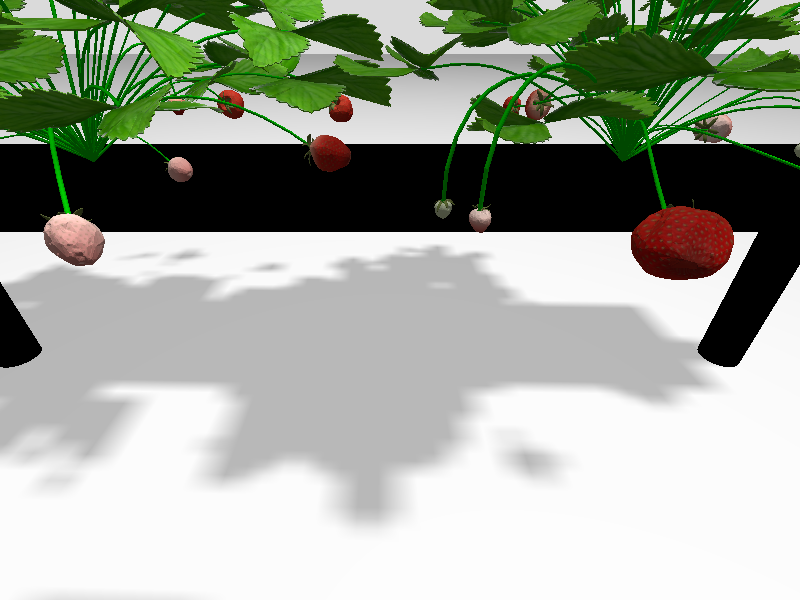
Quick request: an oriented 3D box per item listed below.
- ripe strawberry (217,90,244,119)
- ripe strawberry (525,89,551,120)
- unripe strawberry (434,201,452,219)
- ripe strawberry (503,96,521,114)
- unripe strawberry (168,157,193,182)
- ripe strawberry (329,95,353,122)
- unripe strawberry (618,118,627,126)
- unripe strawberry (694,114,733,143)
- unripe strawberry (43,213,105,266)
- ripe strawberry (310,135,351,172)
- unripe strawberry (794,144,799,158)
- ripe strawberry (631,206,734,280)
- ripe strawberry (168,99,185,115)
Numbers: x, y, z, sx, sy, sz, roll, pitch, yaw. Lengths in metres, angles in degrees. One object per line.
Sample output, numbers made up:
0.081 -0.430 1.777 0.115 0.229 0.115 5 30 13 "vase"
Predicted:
-0.219 -0.256 0.525 0.032 0.034 0.035 6 23 9 "ripe strawberry"
0.171 -0.242 0.499 0.031 0.035 0.034 -3 16 -5 "ripe strawberry"
0.023 -0.049 0.218 0.010 0.010 0.009 -25 40 -33 "unripe strawberry"
0.151 -0.263 0.542 0.024 0.025 0.026 -5 33 -8 "ripe strawberry"
-0.157 -0.093 0.288 0.017 0.017 0.016 28 41 16 "unripe strawberry"
-0.070 -0.229 0.484 0.027 0.030 0.029 30 0 37 "ripe strawberry"
0.257 -0.219 0.462 0.032 0.037 0.035 13 35 19 "unripe strawberry"
0.308 -0.168 0.391 0.031 0.026 0.031 -17 37 -26 "unripe strawberry"
-0.143 -0.025 0.177 0.020 0.022 0.023 -19 -17 -26 "unripe strawberry"
-0.052 -0.111 0.304 0.030 0.026 0.030 13 34 3 "ripe strawberry"
0.333 -0.124 0.331 0.010 0.011 0.011 1 33 2 "unripe strawberry"
0.113 -0.021 0.162 0.035 0.031 0.032 12 35 17 "ripe strawberry"
-0.288 -0.251 0.519 0.021 0.021 0.018 -4 33 -6 "ripe strawberry"
